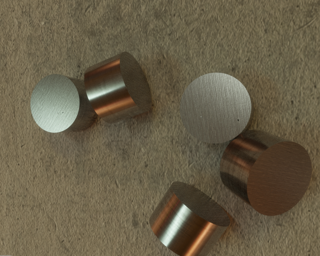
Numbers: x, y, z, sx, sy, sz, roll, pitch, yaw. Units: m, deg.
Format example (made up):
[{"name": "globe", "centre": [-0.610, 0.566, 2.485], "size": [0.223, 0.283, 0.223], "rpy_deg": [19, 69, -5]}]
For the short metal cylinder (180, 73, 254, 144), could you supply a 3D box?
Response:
[{"name": "short metal cylinder", "centre": [0.070, -0.022, 0.371], "size": [0.080, 0.050, 0.080], "rpy_deg": [0, 90, 20]}]

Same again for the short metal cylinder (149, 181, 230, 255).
[{"name": "short metal cylinder", "centre": [0.035, 0.108, 0.367], "size": [0.080, 0.080, 0.050], "rpy_deg": [35, 101, 16]}]

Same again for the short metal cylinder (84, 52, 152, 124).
[{"name": "short metal cylinder", "centre": [-0.052, -0.051, 0.398], "size": [0.050, 0.080, 0.080], "rpy_deg": [-19, 84, 19]}]

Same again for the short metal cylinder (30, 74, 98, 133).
[{"name": "short metal cylinder", "centre": [-0.135, -0.034, 0.443], "size": [0.080, 0.050, 0.080], "rpy_deg": [0, 90, 20]}]

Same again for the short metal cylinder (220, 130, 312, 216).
[{"name": "short metal cylinder", "centre": [0.113, 0.046, 0.334], "size": [0.081, 0.050, 0.079], "rpy_deg": [-5, 105, -20]}]
